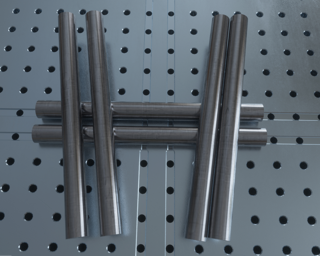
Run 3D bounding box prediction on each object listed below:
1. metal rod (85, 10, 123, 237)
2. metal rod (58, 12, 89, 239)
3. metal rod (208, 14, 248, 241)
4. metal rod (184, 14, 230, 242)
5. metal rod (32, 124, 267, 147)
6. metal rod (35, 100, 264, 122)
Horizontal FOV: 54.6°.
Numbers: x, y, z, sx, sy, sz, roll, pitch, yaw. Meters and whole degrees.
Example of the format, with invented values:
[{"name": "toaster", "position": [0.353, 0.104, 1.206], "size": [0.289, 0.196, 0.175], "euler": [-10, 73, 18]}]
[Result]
[{"name": "metal rod", "position": [-0.074, -0.021, 0.393], "size": [0.025, 0.025, 0.299], "euler": [-7, 70, -3]}, {"name": "metal rod", "position": [-0.112, -0.018, 0.392], "size": [0.025, 0.025, 0.299], "euler": [-8, 70, -3]}, {"name": "metal rod", "position": [0.089, -0.016, 0.392], "size": [0.025, 0.025, 0.299], "euler": [9, 70, 3]}, {"name": "metal rod", "position": [0.063, -0.015, 0.392], "size": [0.025, 0.025, 0.299], "euler": [9, 70, 3]}, {"name": "metal rod", "position": [-0.013, 0.010, 0.409], "size": [0.302, 0.025, 0.025], "euler": [1, 70, 0]}, {"name": "metal rod", "position": [-0.014, -0.023, 0.421], "size": [0.302, 0.025, 0.025], "euler": [1, 70, 0]}]
